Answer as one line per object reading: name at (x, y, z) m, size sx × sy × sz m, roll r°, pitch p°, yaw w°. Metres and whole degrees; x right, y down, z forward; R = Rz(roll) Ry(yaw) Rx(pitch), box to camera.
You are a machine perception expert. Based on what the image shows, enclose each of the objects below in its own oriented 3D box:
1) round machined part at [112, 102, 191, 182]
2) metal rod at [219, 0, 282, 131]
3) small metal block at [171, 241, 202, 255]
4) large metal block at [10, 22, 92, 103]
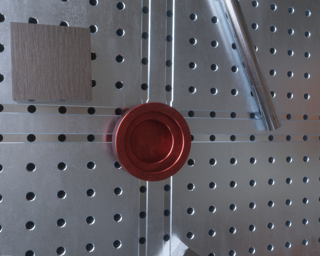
round machined part at (-0.013, 0.017, 0.399) m, size 0.099 × 0.042 × 0.097 m, roll 0°, pitch 90°, yaw -20°
metal rod at (0.119, -0.137, 0.456) m, size 0.025 × 0.025 × 0.299 m, roll -25°, pitch 98°, yaw -18°
small metal block at (0.037, 0.195, 0.427) m, size 0.050 × 0.025 × 0.050 m, roll 40°, pitch 77°, yaw -16°
large metal block at (-0.123, -0.070, 0.354) m, size 0.081 × 0.050 × 0.079 m, roll -2°, pitch 91°, yaw -20°
